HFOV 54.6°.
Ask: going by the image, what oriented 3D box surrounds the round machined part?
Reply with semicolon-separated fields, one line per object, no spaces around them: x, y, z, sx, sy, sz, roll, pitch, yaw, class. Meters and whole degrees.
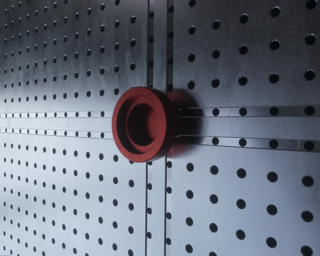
-0.016;-0.004;0.412;0.098;0.042;0.097;0;90;40;round machined part
